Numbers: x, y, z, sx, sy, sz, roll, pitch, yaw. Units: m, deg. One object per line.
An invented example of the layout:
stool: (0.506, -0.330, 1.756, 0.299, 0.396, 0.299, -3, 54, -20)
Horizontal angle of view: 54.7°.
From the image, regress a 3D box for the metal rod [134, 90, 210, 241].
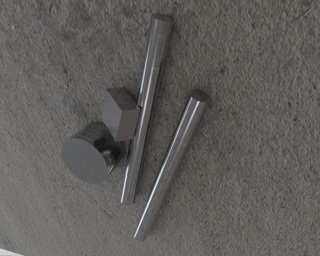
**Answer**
metal rod: (0.006, 0.074, 0.449, 0.025, 0.025, 0.298, 28, 128, 10)

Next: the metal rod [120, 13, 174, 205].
metal rod: (-0.025, -0.001, 0.419, 0.025, 0.025, 0.298, 23, 127, 14)

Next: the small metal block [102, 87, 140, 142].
small metal block: (-0.053, -0.018, 0.408, 0.050, 0.025, 0.050, 52, 139, 38)

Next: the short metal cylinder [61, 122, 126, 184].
short metal cylinder: (-0.099, 0.037, 0.466, 0.080, 0.050, 0.079, 13, 124, 21)
